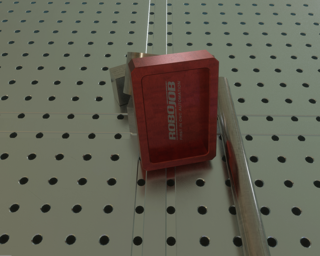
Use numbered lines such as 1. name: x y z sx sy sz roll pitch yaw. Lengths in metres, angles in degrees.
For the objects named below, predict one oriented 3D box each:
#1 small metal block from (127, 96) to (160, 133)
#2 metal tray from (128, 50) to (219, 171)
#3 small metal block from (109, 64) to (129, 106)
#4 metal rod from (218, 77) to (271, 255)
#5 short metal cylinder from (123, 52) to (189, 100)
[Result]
1. small metal block: -0.014 -0.016 0.404 0.050 0.050 0.025 8 51 6
2. metal tray: 0.017 -0.017 0.352 0.091 0.129 0.030 -9 31 -8
3. small metal block: -0.042 -0.066 0.445 0.050 0.050 0.025 -20 51 -16
4. metal rod: 0.093 0.047 0.368 0.025 0.025 0.300 -1 50 -1
5. short metal cylinder: -0.004 -0.065 0.391 0.080 0.050 0.080 7 11 -1
